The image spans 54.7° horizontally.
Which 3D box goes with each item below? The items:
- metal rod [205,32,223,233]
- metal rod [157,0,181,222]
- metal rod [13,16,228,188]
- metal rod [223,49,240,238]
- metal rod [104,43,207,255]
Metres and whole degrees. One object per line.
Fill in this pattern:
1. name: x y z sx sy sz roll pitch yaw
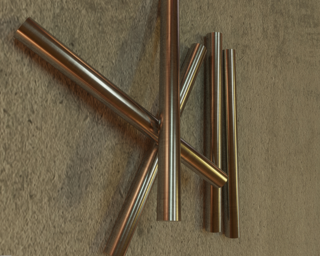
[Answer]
1. metal rod: 0.082 0.006 0.473 0.025 0.025 0.298 0 90 -40
2. metal rod: 0.011 -0.046 0.366 0.025 0.025 0.299 18 64 -39
3. metal rod: -0.025 -0.013 0.359 0.301 0.025 0.025 38 67 -25
4. metal rod: 0.113 0.026 0.498 0.025 0.025 0.298 -4 92 -40
5. metal rod: 0.002 0.016 0.405 0.025 0.025 0.300 35 68 -35
